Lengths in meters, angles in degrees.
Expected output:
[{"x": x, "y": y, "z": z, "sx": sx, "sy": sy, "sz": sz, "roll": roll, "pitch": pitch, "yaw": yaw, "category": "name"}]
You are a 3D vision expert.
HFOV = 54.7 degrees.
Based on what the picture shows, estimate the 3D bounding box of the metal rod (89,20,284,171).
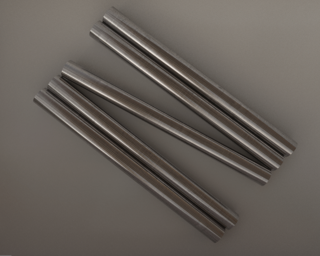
[{"x": 0.036, "y": -0.042, "z": 0.410, "sx": 0.301, "sy": 0.025, "sz": 0.025, "roll": 36, "pitch": 90, "yaw": 0, "category": "metal rod"}]

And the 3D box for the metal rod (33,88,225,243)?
[{"x": -0.040, "y": 0.049, "z": 0.410, "sx": 0.300, "sy": 0.025, "sz": 0.025, "roll": 38, "pitch": 90, "yaw": 0, "category": "metal rod"}]

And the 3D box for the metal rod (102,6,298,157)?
[{"x": 0.053, "y": -0.061, "z": 0.410, "sx": 0.301, "sy": 0.025, "sz": 0.025, "roll": 36, "pitch": 90, "yaw": 0, "category": "metal rod"}]

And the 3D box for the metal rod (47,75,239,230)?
[{"x": -0.022, "y": 0.032, "z": 0.410, "sx": 0.300, "sy": 0.025, "sz": 0.025, "roll": 38, "pitch": 90, "yaw": 0, "category": "metal rod"}]

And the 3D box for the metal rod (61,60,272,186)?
[{"x": 0.009, "y": -0.006, "z": 0.410, "sx": 0.301, "sy": 0.025, "sz": 0.025, "roll": 29, "pitch": 90, "yaw": 0, "category": "metal rod"}]
